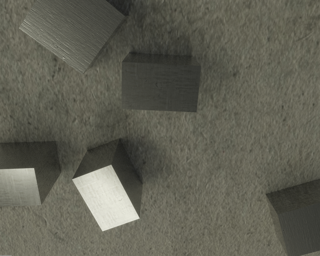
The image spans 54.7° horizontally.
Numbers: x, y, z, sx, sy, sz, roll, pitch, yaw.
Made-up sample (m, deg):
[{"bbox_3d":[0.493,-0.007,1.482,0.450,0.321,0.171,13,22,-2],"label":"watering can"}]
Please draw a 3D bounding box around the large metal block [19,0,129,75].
[{"bbox_3d":[-0.094,-0.121,0.351,0.080,0.050,0.080,37,106,-13],"label":"large metal block"}]

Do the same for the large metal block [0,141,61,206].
[{"bbox_3d":[-0.183,0.056,0.399,0.081,0.080,0.050,-2,110,0],"label":"large metal block"}]

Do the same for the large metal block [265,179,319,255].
[{"bbox_3d":[0.209,0.130,0.448,0.080,0.050,0.080,-18,109,6],"label":"large metal block"}]

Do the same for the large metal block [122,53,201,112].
[{"bbox_3d":[0.000,-0.056,0.360,0.081,0.080,0.050,3,110,-2],"label":"large metal block"}]

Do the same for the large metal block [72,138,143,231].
[{"bbox_3d":[-0.064,0.071,0.406,0.050,0.080,0.080,-21,109,7],"label":"large metal block"}]
